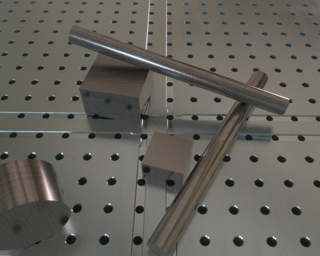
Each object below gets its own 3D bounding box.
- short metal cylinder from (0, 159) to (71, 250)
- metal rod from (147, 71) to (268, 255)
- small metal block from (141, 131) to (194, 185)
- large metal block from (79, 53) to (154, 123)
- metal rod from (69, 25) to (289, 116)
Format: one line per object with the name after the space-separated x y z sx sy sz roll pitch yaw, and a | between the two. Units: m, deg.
-0.136 0.076 0.307 0.081 0.080 0.050 -21 53 -17 | short metal cylinder
0.075 0.022 0.389 0.025 0.025 0.301 25 54 19 | metal rod
0.010 0.036 0.377 0.050 0.025 0.050 13 51 11 | small metal block
-0.057 -0.059 0.440 0.080 0.050 0.080 9 51 7 | large metal block
0.023 -0.078 0.416 0.301 0.025 0.025 20 52 3 | metal rod
